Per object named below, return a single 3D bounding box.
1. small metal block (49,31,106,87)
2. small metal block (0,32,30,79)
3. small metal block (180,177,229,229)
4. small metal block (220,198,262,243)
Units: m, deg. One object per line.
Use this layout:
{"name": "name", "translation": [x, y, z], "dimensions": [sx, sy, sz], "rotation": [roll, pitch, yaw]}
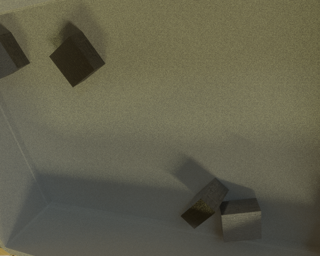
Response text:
{"name": "small metal block", "translation": [-0.109, -0.090, 0.409], "dimensions": [0.050, 0.025, 0.050], "rotation": [-27, 104, 37]}
{"name": "small metal block", "translation": [-0.231, -0.107, 0.461], "dimensions": [0.050, 0.025, 0.050], "rotation": [-16, 111, 34]}
{"name": "small metal block", "translation": [0.061, 0.102, 0.421], "dimensions": [0.025, 0.050, 0.050], "rotation": [43, 129, 7]}
{"name": "small metal block", "translation": [0.108, 0.124, 0.417], "dimensions": [0.050, 0.025, 0.050], "rotation": [-8, 118, 5]}
